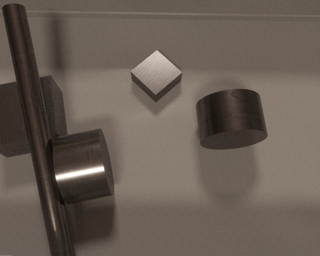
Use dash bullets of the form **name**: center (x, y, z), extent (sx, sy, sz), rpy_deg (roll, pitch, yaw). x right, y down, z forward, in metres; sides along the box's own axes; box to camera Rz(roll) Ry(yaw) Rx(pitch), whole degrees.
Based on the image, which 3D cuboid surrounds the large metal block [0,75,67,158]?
- **large metal block**: center (-0.169, -0.014, 0.399), extent (0.081, 0.050, 0.080), rpy_deg (-11, 71, -5)

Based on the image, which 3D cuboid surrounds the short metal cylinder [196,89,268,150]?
- **short metal cylinder**: center (0.087, -0.008, 0.385), extent (0.081, 0.080, 0.050), rpy_deg (-4, 70, -2)

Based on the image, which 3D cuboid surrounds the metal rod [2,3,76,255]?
- **metal rod**: center (-0.138, 0.006, 0.352), extent (0.025, 0.025, 0.298), rpy_deg (-13, 86, -5)

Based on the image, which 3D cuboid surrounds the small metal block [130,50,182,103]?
- **small metal block**: center (-0.005, -0.073, 0.436), extent (0.050, 0.025, 0.050), rpy_deg (-42, 76, -14)

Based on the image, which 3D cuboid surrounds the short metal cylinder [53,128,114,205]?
- **short metal cylinder**: center (-0.087, 0.044, 0.363), extent (0.050, 0.080, 0.080), rpy_deg (-11, 71, -4)
